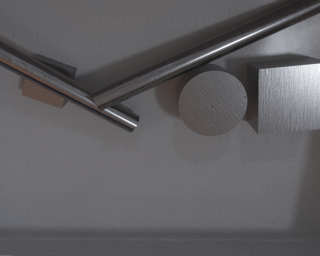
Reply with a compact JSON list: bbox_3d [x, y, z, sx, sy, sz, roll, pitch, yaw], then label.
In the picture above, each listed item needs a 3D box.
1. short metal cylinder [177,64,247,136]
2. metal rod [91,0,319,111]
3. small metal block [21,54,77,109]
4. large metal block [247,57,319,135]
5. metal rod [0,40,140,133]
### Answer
[{"bbox_3d":[0.062,-0.036,0.386,0.081,0.050,0.079,0,110,-1],"label":"short metal cylinder"},{"bbox_3d":[0.064,-0.092,0.357,0.301,0.025,0.025,-24,109,0],"label":"metal rod"},{"bbox_3d":[-0.138,-0.059,0.388,0.050,0.025,0.050,20,109,-8],"label":"small metal block"},{"bbox_3d":[0.155,-0.041,0.385,0.080,0.050,0.079,-5,110,1],"label":"large metal block"},{"bbox_3d":[-0.156,-0.072,0.345,0.301,0.025,0.025,29,108,-21],"label":"metal rod"}]
